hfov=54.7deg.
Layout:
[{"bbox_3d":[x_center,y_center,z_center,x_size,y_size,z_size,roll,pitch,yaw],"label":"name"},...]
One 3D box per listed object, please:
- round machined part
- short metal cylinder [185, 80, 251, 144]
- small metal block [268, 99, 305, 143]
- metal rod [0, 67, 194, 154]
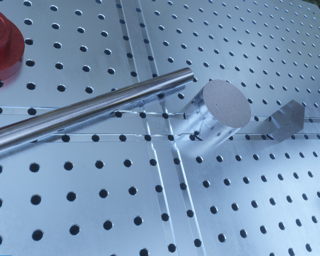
[{"bbox_3d":[-0.206,-0.101,0.348,0.099,0.042,0.098,14,56,-21],"label":"round machined part"},{"bbox_3d":[0.084,-0.023,0.452,0.081,0.050,0.080,14,56,-21],"label":"short metal cylinder"},{"bbox_3d":[0.209,-0.011,0.511,0.025,0.050,0.050,32,52,-8],"label":"small metal block"},{"bbox_3d":[-0.067,-0.031,0.390,0.302,0.025,0.025,-25,75,-37],"label":"metal rod"}]
